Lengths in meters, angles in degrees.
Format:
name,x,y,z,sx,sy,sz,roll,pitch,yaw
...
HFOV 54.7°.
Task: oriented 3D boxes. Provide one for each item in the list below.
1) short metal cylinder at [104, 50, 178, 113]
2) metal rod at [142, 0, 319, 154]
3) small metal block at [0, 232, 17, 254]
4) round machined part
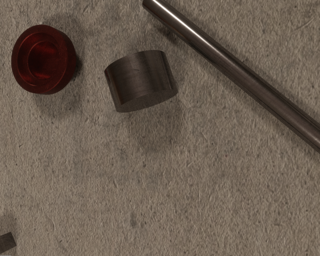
name,x,y,z,sx,sy,sz,roll,pitch,yaw
short metal cylinder,-0.023,-0.056,0.387,0.080,0.080,0.050,-20,84,18
metal rod,0.091,-0.071,0.376,0.300,0.025,0.025,43,103,14
small metal block,-0.267,0.192,0.488,0.050,0.050,0.025,-29,81,17
round machined part,-0.165,-0.097,0.456,0.098,0.042,0.097,0,90,19
